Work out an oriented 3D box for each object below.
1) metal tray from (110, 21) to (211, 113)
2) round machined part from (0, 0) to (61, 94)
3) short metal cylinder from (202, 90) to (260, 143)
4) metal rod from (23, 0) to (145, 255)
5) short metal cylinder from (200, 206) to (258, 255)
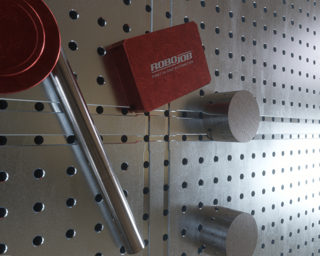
[{"bbox_3d":[0.007,-0.083,0.412,0.131,0.030,0.090,-28,108,-36],"label":"metal tray"},{"bbox_3d":[-0.137,-0.078,0.266,0.099,0.042,0.097,-4,99,-24],"label":"round machined part"},{"bbox_3d":[0.112,-0.018,0.486,0.081,0.050,0.080,0,90,-40],"label":"short metal cylinder"},{"bbox_3d":[-0.079,0.012,0.342,0.025,0.025,0.298,-31,110,-36],"label":"metal rod"},{"bbox_3d":[0.108,0.167,0.483,0.081,0.050,0.080,0,90,-40],"label":"short metal cylinder"}]
